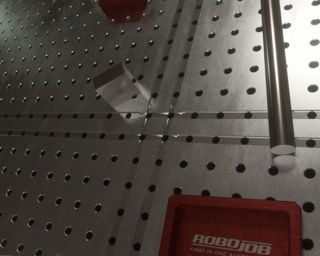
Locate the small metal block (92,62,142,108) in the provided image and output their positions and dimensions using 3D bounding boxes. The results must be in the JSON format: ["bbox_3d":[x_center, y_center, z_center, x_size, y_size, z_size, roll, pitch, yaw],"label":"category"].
[{"bbox_3d":[-0.064,-0.063,0.462,0.050,0.050,0.025,-28,53,10],"label":"small metal block"}]

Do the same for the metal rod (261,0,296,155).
[{"bbox_3d":[0.146,-0.107,0.397,0.025,0.025,0.299,-7,59,24],"label":"metal rod"}]

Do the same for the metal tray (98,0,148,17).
[{"bbox_3d":[-0.058,-0.282,0.606,0.090,0.030,0.130,3,63,29],"label":"metal tray"}]

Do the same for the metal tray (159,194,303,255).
[{"bbox_3d":[0.066,0.115,0.299,0.130,0.030,0.090,-2,61,26],"label":"metal tray"}]
